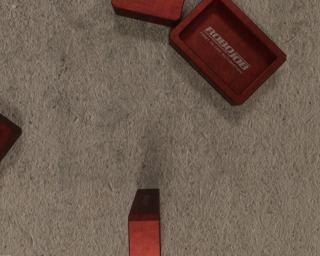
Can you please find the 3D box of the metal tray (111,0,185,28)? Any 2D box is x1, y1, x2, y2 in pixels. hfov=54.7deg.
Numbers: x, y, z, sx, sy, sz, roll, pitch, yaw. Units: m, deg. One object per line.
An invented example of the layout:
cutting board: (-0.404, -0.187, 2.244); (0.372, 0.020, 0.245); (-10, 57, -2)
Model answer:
metal tray: (-0.005, -0.208, 0.407); (0.091, 0.030, 0.129); (13, 90, -1)

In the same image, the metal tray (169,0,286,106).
metal tray: (0.087, -0.104, 0.408); (0.130, 0.030, 0.090); (45, 90, -1)

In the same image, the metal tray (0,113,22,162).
metal tray: (-0.263, 0.001, 0.403); (0.130, 0.030, 0.090); (36, 90, -1)

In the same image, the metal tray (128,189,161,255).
metal tray: (-0.014, 0.127, 0.357); (0.030, 0.130, 0.089); (-2, 90, 0)
